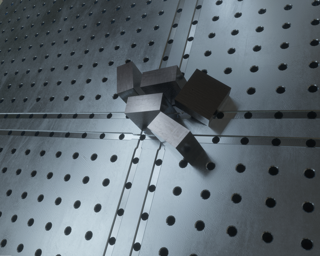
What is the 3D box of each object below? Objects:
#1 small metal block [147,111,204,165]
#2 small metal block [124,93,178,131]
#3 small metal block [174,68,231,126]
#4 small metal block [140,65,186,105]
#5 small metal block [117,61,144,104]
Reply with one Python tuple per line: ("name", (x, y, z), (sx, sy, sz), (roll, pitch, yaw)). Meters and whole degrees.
("small metal block", (0.019, 0.013, 0.373), (0.025, 0.050, 0.050), (-49, 52, -6))
("small metal block", (-0.011, -0.020, 0.409), (0.050, 0.050, 0.025), (-4, 60, 26))
("small metal block", (0.054, -0.039, 0.392), (0.050, 0.025, 0.050), (33, 79, 14))
("small metal block", (0.009, -0.055, 0.420), (0.050, 0.050, 0.025), (-7, 58, 24))
("small metal block", (-0.038, -0.059, 0.447), (0.025, 0.050, 0.050), (-18, 55, 18))
